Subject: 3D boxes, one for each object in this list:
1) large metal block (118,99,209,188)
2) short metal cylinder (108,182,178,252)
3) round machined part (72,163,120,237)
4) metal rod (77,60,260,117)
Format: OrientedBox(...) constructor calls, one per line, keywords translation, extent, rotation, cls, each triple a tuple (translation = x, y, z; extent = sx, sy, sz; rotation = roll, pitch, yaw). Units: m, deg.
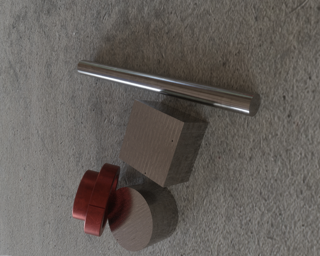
OrientedBox(translation=(0.002, 0.016, 0.387), extent=(0.080, 0.050, 0.079), rotation=(27, 107, 36), cls="large metal block")
OrientedBox(translation=(-0.023, 0.114, 0.408), extent=(0.080, 0.050, 0.079), rotation=(0, 90, 40), cls="short metal cylinder")
OrientedBox(translation=(-0.089, 0.096, 0.429), extent=(0.042, 0.098, 0.097), rotation=(14, 102, 0), cls="round machined part")
OrientedBox(translation=(-0.013, -0.062, 0.415), extent=(0.300, 0.025, 0.025), rotation=(19, 102, 38), cls="metal rod")
